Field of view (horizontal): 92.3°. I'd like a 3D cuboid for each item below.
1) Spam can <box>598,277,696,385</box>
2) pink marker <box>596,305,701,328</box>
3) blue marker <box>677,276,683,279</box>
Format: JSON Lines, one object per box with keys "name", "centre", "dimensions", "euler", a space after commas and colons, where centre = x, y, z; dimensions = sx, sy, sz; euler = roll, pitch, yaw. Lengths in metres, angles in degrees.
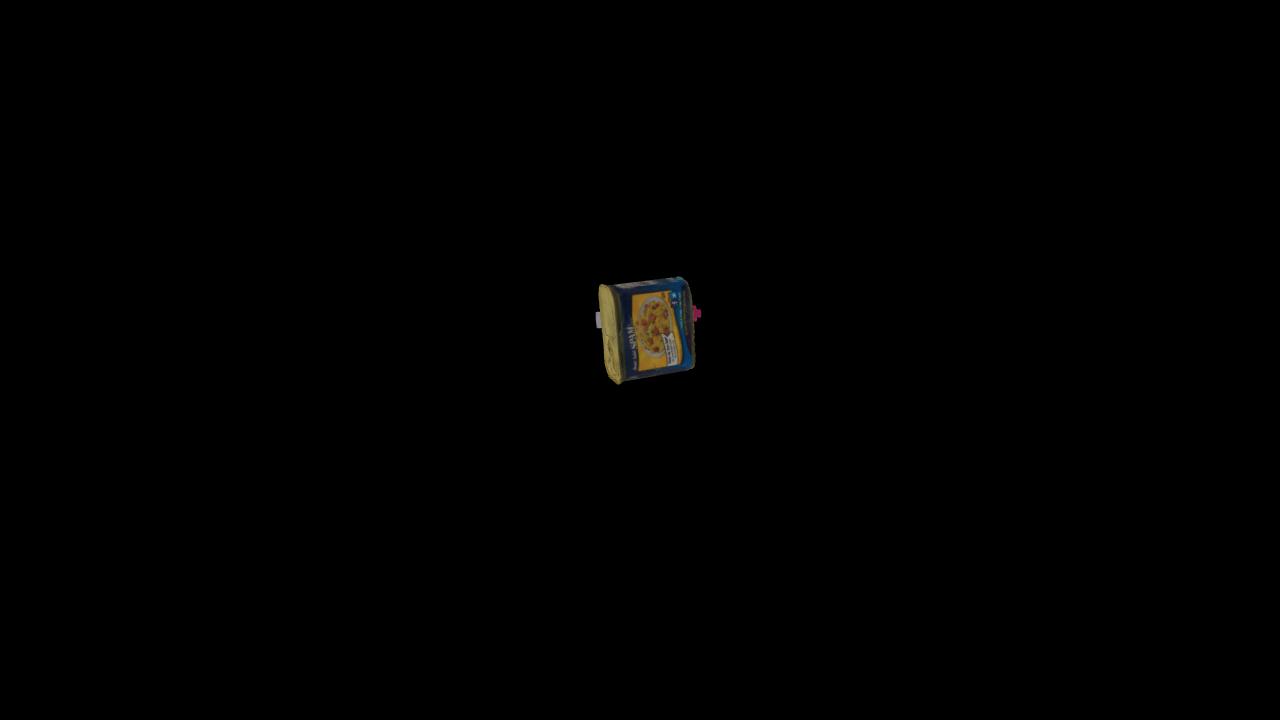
{"name": "Spam can", "centre": [0.008, -0.032, 0.634], "dimensions": [0.085, 0.101, 0.058], "euler": [-10, 17, -17]}
{"name": "pink marker", "centre": [0.010, -0.049, 0.701], "dimensions": [0.121, 0.020, 0.020], "euler": [-4, 1, -7]}
{"name": "blue marker", "centre": [0.019, -0.046, 0.715], "dimensions": [0.020, 0.121, 0.020], "euler": [28, -14, 8]}
